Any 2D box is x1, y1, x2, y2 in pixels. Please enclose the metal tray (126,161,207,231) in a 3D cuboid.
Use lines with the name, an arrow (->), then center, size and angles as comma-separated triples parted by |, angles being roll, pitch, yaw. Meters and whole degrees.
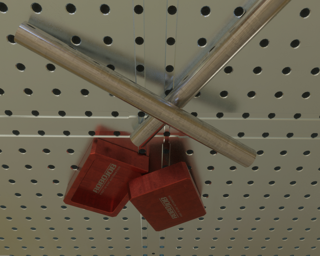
metal tray -> 0.014, 0.110, 0.479 | 0.090, 0.030, 0.130 | -21, 138, 4

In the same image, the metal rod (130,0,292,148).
metal rod -> 0.060, -0.074, 0.349 | 0.025, 0.025, 0.299 | 30, 124, -24

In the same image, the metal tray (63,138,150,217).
metal tray -> -0.083, 0.081, 0.476 | 0.091, 0.030, 0.129 | 22, 127, -19

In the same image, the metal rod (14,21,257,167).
metal rod -> -0.016, -0.031, 0.357 | 0.301, 0.025, 0.025 | 28, 125, -13
